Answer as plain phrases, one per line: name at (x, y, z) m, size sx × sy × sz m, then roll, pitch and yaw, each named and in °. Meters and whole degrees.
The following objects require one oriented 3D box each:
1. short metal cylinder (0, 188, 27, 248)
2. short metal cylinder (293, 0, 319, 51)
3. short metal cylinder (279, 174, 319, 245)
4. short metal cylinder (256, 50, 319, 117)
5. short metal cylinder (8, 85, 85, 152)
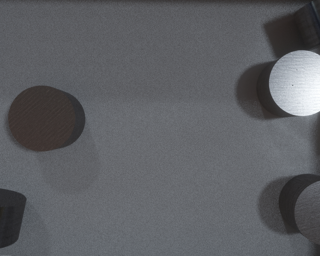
short metal cylinder at (-0.213, 0.109, 0.382) m, size 0.080 × 0.080 × 0.050 m, roll 12°, pitch 90°, yaw 0°
short metal cylinder at (0.216, -0.136, 0.385) m, size 0.080 × 0.080 × 0.050 m, roll -21°, pitch 90°, yaw 0°
short metal cylinder at (0.203, 0.103, 0.400) m, size 0.081 × 0.050 × 0.080 m, roll 0°, pitch 90°, yaw 0°
short metal cylinder at (0.172, -0.054, 0.400) m, size 0.081 × 0.050 × 0.080 m, roll 0°, pitch 90°, yaw 0°
short metal cylinder at (-0.142, -0.012, 0.398) m, size 0.081 × 0.050 × 0.080 m, roll 0°, pitch 90°, yaw 0°
